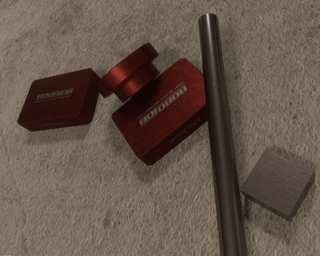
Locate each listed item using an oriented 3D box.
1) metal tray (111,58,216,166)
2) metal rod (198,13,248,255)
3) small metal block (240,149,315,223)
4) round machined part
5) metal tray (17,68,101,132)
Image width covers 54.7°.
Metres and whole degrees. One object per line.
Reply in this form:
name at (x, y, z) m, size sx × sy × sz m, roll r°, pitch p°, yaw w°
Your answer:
metal tray at (0.009, -0.024, 0.410) m, size 0.130 × 0.030 × 0.090 m, roll -39°, pitch 51°, yaw 1°
metal rod at (0.066, 0.001, 0.339) m, size 0.025 × 0.025 × 0.299 m, roll -11°, pitch 66°, yaw 22°
small metal block at (0.117, 0.056, 0.308) m, size 0.050 × 0.025 × 0.050 m, roll 26°, pitch 76°, yaw 36°
round machined part at (-0.039, -0.072, 0.434) m, size 0.098 × 0.042 × 0.098 m, roll -38°, pitch 8°, yaw 6°
metal tray at (-0.166, -0.045, 0.513) m, size 0.130 × 0.030 × 0.090 m, roll -6°, pitch 59°, yaw 24°
